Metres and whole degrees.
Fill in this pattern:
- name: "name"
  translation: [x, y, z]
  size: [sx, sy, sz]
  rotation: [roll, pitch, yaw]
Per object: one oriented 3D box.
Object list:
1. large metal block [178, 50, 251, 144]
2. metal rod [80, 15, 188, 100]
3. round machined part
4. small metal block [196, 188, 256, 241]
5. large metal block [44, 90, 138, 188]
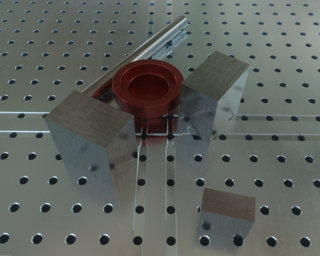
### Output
- name: "large metal block"
  translation: [0.069, -0.040, 0.406]
  size: [0.050, 0.080, 0.080]
  rotation: [30, 56, 23]
- name: "metal rod"
  translation: [-0.047, -0.103, 0.493]
  size: [0.025, 0.025, 0.301]
  rotation: [29, 56, 22]
- name: "round machined part"
  translation: [-0.016, -0.051, 0.439]
  size: [0.099, 0.042, 0.098]
  rotation: [0, 50, 0]
- name: "small metal block"
  translation: [0.066, 0.089, 0.317]
  size: [0.050, 0.050, 0.025]
  rotation: [10, 51, 8]
- name: "large metal block"
  translation: [-0.076, 0.013, 0.360]
  size: [0.080, 0.080, 0.050]
  rotation: [24, 54, 19]
